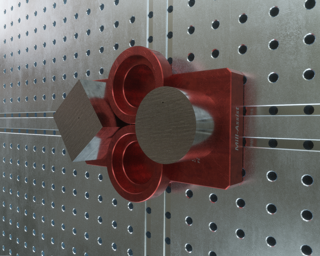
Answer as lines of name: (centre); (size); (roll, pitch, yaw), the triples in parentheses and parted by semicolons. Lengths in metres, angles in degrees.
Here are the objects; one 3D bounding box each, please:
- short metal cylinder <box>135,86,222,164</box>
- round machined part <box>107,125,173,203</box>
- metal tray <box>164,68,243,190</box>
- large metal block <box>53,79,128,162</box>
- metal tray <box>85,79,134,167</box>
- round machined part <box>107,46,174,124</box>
short metal cylinder: (0.020, -0.003, 0.337); (0.080, 0.050, 0.079); (0, 90, 40)
round machined part: (-0.021, 0.044, 0.404); (0.098, 0.042, 0.097); (0, 90, 40)
metal tray: (0.049, 0.000, 0.363); (0.090, 0.030, 0.129); (1, 91, 40)
large metal block: (-0.097, -0.010, 0.434); (0.080, 0.050, 0.080); (-44, 64, 31)
metal tray: (-0.072, -0.008, 0.465); (0.090, 0.030, 0.129); (1, 91, 38)
round machined part: (-0.020, -0.054, 0.403); (0.098, 0.042, 0.097); (0, 90, 40)
